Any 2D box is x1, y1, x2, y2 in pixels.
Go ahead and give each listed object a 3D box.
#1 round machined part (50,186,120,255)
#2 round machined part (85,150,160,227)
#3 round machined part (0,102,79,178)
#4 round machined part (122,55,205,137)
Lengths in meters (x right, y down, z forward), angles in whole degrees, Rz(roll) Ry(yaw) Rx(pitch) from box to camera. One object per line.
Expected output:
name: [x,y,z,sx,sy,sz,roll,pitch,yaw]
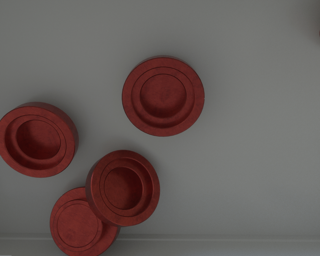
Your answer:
round machined part: [-0.106,0.131,0.428,0.099,0.042,0.097,-1,83,7]
round machined part: [-0.052,0.081,0.412,0.098,0.098,0.042,41,143,-14]
round machined part: [-0.155,0.012,0.405,0.099,0.042,0.097,0,110,0]
round machined part: [0.004,-0.042,0.387,0.099,0.042,0.097,0,110,0]
